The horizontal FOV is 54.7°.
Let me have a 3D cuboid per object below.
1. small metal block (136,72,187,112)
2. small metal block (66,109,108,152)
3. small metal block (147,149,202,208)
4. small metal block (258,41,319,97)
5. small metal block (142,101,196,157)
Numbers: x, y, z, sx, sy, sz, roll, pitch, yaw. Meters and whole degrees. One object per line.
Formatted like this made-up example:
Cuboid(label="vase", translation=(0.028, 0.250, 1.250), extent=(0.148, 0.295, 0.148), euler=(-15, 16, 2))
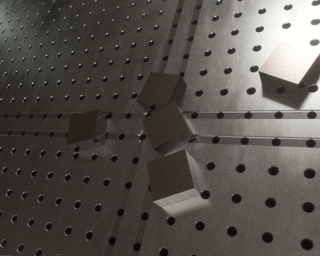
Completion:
Cuboid(label="small metal block", translation=(0.003, -0.049, 0.436), extent=(0.050, 0.025, 0.050), euler=(12, 68, 32))
Cuboid(label="small metal block", translation=(-0.108, 0.004, 0.461), extent=(0.050, 0.025, 0.050), euler=(-13, 56, 20))
Cuboid(label="small metal block", translation=(0.016, 0.059, 0.363), extent=(0.050, 0.025, 0.050), euler=(-21, 54, 15))
Cuboid(label="small metal block", translation=(0.156, -0.072, 0.371), extent=(0.050, 0.025, 0.050), euler=(30, 78, 37))
Cuboid(label="small metal block", translation=(0.011, 0.001, 0.401), extent=(0.050, 0.025, 0.050), euler=(-30, 52, 8))
